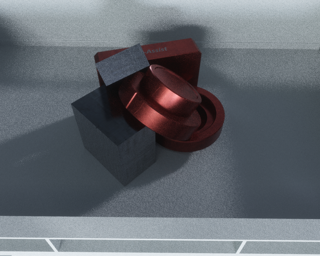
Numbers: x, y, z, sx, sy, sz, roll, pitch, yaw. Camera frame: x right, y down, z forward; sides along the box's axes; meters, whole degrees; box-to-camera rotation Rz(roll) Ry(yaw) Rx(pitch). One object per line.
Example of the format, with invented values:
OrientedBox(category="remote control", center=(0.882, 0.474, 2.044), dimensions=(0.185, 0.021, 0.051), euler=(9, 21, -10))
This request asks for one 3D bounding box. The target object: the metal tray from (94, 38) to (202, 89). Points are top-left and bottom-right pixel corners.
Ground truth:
OrientedBox(category="metal tray", center=(-0.015, -0.066, 0.415), dimensions=(0.131, 0.089, 0.030), euler=(-12, 52, -10))

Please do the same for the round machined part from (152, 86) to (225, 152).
OrientedBox(category="round machined part", center=(0.031, -0.008, 0.401), dimensions=(0.099, 0.042, 0.098), euler=(0, 50, 0))

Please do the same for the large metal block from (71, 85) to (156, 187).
OrientedBox(category="large metal block", center=(-0.051, 0.008, 0.361), dimensions=(0.050, 0.080, 0.080), euler=(-37, 59, -27))

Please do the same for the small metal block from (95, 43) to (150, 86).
OrientedBox(category="small metal block", center=(-0.043, -0.070, 0.341), dimensions=(0.050, 0.025, 0.050), euler=(-27, 16, -6))

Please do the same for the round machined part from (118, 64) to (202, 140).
OrientedBox(category="round machined part", center=(0.007, -0.034, 0.346), dimensions=(0.098, 0.042, 0.098), euler=(30, 24, -15))
